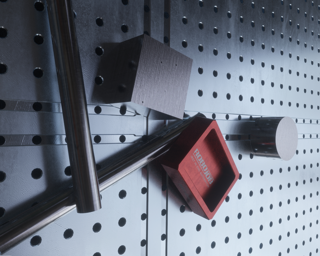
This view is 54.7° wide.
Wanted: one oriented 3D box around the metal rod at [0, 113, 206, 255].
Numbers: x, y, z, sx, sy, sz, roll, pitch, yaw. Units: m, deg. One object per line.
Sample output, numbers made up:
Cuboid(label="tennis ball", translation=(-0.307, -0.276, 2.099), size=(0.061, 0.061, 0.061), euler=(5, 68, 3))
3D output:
Cuboid(label="metal rod", translation=(-0.044, 0.047, 0.373), size=(0.302, 0.025, 0.025), euler=(-29, 108, -37))

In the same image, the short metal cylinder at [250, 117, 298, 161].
Cuboid(label="short metal cylinder", translation=(0.213, 0.019, 0.575), size=(0.081, 0.050, 0.079), euler=(0, 90, -40))

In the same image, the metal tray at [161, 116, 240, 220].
Cuboid(label="metal tray", translation=(0.063, 0.059, 0.441), size=(0.090, 0.030, 0.130), euler=(-50, 130, -24))

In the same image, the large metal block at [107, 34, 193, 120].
Cuboid(label="large metal block", translation=(-0.011, -0.058, 0.386), size=(0.081, 0.050, 0.080), euler=(17, 79, -39))

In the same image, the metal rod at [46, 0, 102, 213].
Cuboid(label="metal rod", translation=(-0.093, -0.065, 0.314), size=(0.025, 0.025, 0.298), euler=(-8, 90, -40))
